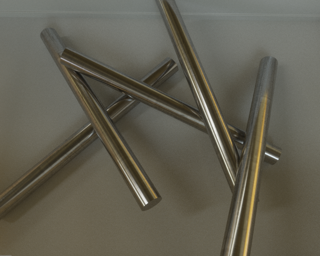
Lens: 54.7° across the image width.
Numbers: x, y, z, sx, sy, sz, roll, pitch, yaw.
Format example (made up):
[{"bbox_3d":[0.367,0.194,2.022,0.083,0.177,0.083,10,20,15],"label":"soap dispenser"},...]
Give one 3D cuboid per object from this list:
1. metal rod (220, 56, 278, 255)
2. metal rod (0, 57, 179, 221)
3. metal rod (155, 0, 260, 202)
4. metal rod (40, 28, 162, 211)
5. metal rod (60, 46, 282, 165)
[{"bbox_3d":[0.109,0.016,0.354,0.025,0.025,0.301,19,52,7],"label":"metal rod"},{"bbox_3d":[-0.092,0.006,0.406,0.301,0.025,0.025,-42,75,-14],"label":"metal rod"},{"bbox_3d":[0.051,-0.050,0.385,0.025,0.025,0.299,-18,73,-6],"label":"metal rod"},{"bbox_3d":[-0.087,-0.029,0.394,0.025,0.025,0.300,-30,64,-10],"label":"metal rod"},{"bbox_3d":[0.013,-0.029,0.399,0.301,0.025,0.025,26,72,1],"label":"metal rod"}]
